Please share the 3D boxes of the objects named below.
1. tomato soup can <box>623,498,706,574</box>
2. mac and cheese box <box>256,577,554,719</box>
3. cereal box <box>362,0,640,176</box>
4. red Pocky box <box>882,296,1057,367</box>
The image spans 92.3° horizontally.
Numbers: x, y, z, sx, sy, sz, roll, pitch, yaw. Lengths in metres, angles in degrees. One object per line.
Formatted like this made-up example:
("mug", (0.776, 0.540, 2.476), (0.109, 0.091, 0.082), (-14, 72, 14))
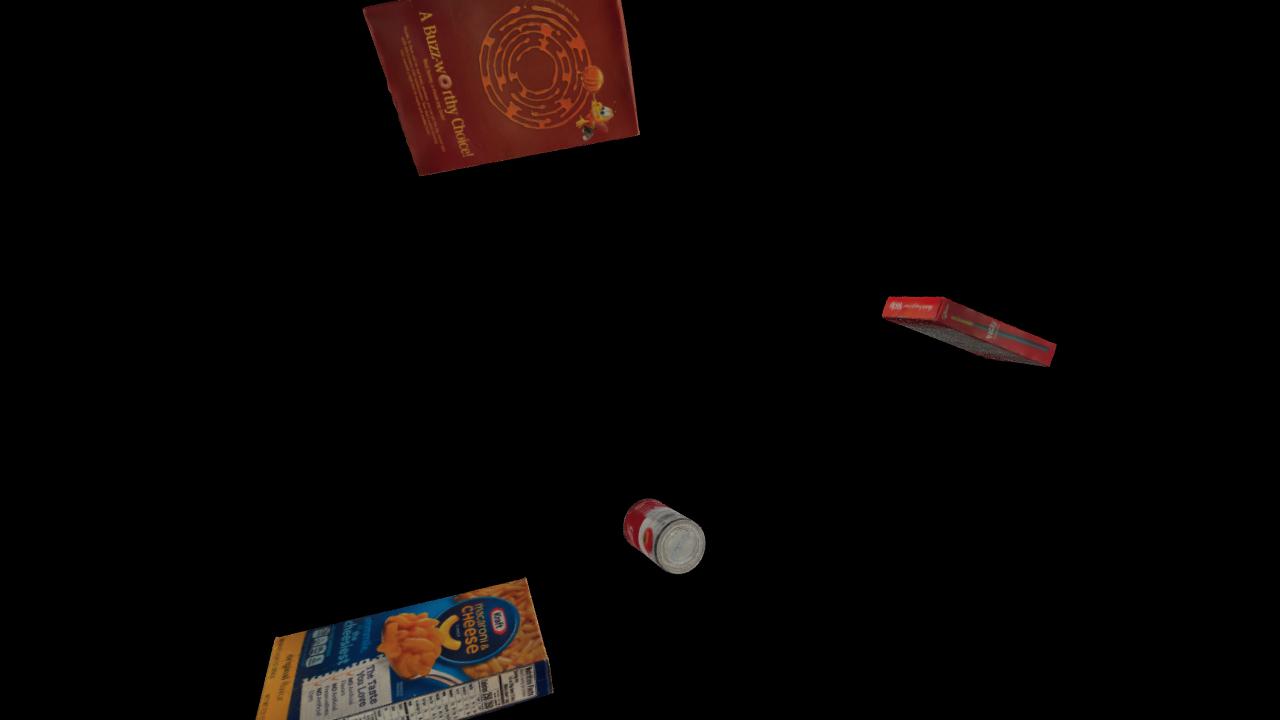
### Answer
("tomato soup can", (0.029, 0.215, 0.757), (0.068, 0.068, 0.101), (0, 2, -24))
("mac and cheese box", (-0.163, 0.219, 0.441), (0.184, 0.041, 0.093), (-8, 20, -18))
("cereal box", (-0.164, -0.370, 0.792), (0.306, 0.203, 0.081), (-11, 30, 1))
("red Pocky box", (0.341, -0.031, 0.640), (0.155, 0.028, 0.083), (18, 3, -17))
